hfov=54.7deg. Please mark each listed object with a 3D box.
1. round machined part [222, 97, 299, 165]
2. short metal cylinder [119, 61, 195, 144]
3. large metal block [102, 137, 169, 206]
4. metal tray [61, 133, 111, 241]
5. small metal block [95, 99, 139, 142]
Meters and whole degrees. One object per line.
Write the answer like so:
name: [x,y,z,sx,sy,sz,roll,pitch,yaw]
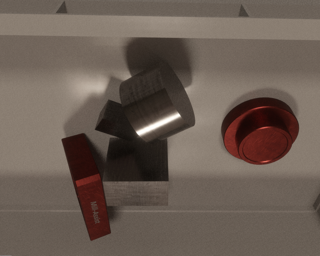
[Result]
round machined part: [0.134,0.011,0.410,0.099,0.042,0.097,-1,130,0]
short metal cylinder: [-0.001,-0.028,0.349,0.050,0.080,0.080,-25,126,19]
large metal block: [-0.030,0.058,0.422,0.081,0.080,0.050,0,130,-1]
metal tray: [-0.102,0.083,0.432,0.030,0.090,0.129,-16,133,-19]
small metal block: [-0.049,-0.008,0.388,0.050,0.025,0.050,19,158,-16]
